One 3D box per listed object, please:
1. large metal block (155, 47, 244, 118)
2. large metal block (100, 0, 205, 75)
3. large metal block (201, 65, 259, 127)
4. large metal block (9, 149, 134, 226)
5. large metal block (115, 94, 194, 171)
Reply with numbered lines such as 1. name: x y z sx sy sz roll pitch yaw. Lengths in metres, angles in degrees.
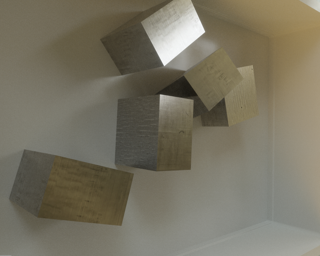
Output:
1. large metal block: 0.047 -0.052 0.405 0.080 0.080 0.050 -40 99 -33
2. large metal block: -0.009 -0.109 0.365 0.080 0.080 0.050 -45 118 -31
3. large metal block: 0.105 -0.050 0.481 0.081 0.050 0.079 -17 101 -39
4. large metal block: -0.086 0.057 0.300 0.080 0.080 0.050 21 77 -39
5. large metal block: -0.009 0.006 0.366 0.050 0.080 0.080 4 88 -40
